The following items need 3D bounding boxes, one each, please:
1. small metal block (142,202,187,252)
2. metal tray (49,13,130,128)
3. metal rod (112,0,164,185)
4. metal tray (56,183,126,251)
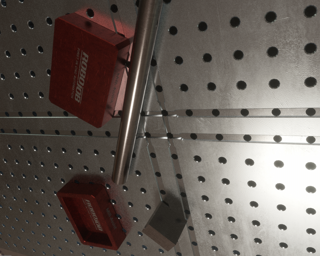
[{"bbox_3d":[0.008,0.154,0.484,0.050,0.050,0.025,37,129,3],"label":"small metal block"},{"bbox_3d":[-0.098,-0.073,0.413,0.090,0.030,0.129,28,128,10],"label":"metal tray"},{"bbox_3d":[-0.035,-0.036,0.405,0.025,0.025,0.298,24,127,13],"label":"metal rod"},{"bbox_3d":[-0.126,0.163,0.572,0.090,0.030,0.129,-3,117,29],"label":"metal tray"}]
